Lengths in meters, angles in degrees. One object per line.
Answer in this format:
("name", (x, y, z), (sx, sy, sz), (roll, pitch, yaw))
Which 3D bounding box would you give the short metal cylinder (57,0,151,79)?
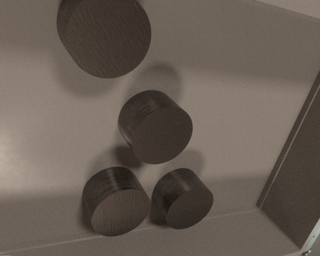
("short metal cylinder", (-0.056, -0.095, 0.304), (0.081, 0.050, 0.079), (-14, 125, -21))

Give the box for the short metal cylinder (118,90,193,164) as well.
("short metal cylinder", (-0.006, -0.001, 0.390), (0.081, 0.050, 0.079), (-14, 125, -21))

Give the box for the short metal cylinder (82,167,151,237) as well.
("short metal cylinder", (-0.060, 0.100, 0.423), (0.081, 0.050, 0.079), (-14, 125, -21))

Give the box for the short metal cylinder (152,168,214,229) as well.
("short metal cylinder", (0.035, 0.110, 0.482), (0.081, 0.050, 0.079), (-14, 125, -21))
